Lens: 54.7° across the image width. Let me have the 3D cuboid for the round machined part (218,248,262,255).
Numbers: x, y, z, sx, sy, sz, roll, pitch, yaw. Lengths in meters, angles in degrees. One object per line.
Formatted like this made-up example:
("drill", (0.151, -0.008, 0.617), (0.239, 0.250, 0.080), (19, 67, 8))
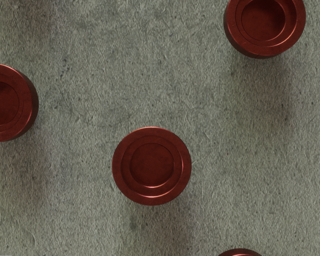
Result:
("round machined part", (0.109, 0.213, 0.402), (0.099, 0.042, 0.097), (0, 90, 0))

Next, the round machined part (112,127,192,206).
("round machined part", (-0.010, 0.047, 0.401), (0.099, 0.042, 0.097), (0, 90, 0))

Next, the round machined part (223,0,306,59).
("round machined part", (0.131, -0.138, 0.402), (0.099, 0.042, 0.097), (0, 90, 0))

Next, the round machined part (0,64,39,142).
("round machined part", (-0.205, -0.031, 0.400), (0.099, 0.042, 0.097), (0, 90, 0))
